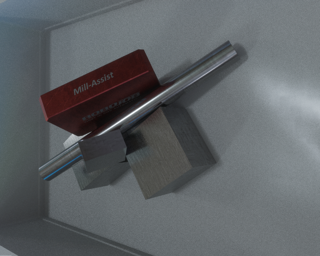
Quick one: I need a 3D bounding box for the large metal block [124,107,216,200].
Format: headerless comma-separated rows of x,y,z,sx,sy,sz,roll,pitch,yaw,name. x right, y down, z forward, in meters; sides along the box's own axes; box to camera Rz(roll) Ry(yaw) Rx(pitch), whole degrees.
0.008,0.030,0.381,0.080,0.050,0.080,-41,66,32,large metal block

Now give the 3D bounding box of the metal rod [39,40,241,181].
-0.039,-0.011,0.387,0.300,0.025,0.025,-32,70,19,metal rod

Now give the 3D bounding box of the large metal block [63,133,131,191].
-0.089,0.035,0.457,0.080,0.050,0.080,-41,66,32,large metal block

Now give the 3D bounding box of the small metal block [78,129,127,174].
-0.070,0.029,0.381,0.050,0.050,0.025,110,138,-64,small metal block

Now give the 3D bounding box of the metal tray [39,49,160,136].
-0.064,-0.038,0.379,0.130,0.090,0.030,-25,73,3,metal tray
